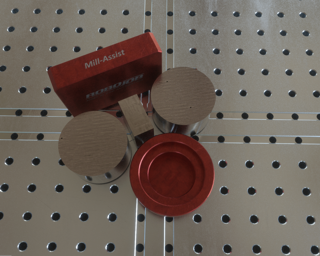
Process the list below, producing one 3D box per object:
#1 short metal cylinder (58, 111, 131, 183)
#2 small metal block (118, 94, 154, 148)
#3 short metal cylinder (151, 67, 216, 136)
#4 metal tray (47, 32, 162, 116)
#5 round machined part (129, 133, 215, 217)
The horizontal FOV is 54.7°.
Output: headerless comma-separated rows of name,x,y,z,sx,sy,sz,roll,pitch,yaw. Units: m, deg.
short metal cylinder,-0.078,0.025,0.385,0.081,0.050,0.080,0,70,0
small metal block,-0.029,-0.008,0.396,0.025,0.050,0.050,-24,72,-8
short metal cylinder,0.029,-0.033,0.407,0.081,0.050,0.080,0,70,0
metal tray,-0.063,-0.064,0.395,0.131,0.090,0.030,-22,72,-8
round machined part,0.014,0.058,0.377,0.099,0.042,0.098,0,70,0
